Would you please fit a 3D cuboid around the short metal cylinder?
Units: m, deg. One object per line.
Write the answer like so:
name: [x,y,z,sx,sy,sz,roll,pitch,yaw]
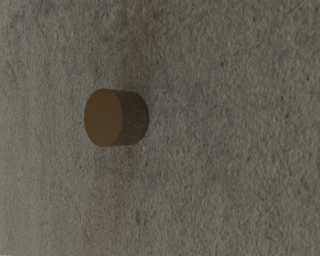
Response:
short metal cylinder: [-0.062,-0.014,0.437,0.080,0.050,0.079,0,90,39]
